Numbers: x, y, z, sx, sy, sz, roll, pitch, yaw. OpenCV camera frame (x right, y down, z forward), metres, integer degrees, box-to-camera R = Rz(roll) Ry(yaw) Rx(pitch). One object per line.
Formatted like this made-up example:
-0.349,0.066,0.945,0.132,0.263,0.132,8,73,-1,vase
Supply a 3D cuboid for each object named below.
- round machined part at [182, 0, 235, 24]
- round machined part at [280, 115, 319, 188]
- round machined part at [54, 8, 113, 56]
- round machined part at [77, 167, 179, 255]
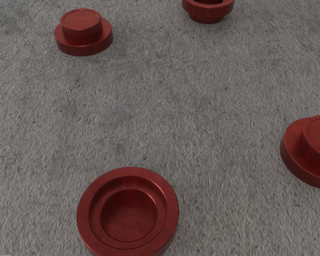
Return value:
0.090,-0.235,0.590,0.099,0.042,0.098,0,50,0,round machined part
0.202,0.022,0.375,0.099,0.042,0.098,0,50,0,round machined part
-0.133,-0.170,0.534,0.099,0.042,0.098,0,50,0,round machined part
-0.031,0.092,0.315,0.099,0.042,0.098,0,50,0,round machined part
